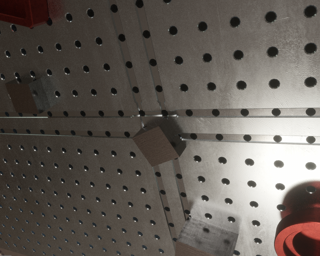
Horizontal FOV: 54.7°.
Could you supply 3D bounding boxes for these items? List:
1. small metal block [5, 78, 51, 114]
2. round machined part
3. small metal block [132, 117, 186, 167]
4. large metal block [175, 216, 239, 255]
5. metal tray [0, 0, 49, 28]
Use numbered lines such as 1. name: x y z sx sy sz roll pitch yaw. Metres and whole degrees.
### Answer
1. small metal block: -0.207 -0.051 0.487 0.050 0.025 0.050 5 121 25
2. round machined part: 0.196 0.139 0.383 0.098 0.042 0.097 13 124 20
3. small metal block: -0.001 0.020 0.423 0.050 0.025 0.050 -25 106 36
4. large metal block: 0.070 0.195 0.478 0.080 0.050 0.079 15 125 19
5. metal tray: -0.210 -0.189 0.399 0.130 0.030 0.089 17 125 17
